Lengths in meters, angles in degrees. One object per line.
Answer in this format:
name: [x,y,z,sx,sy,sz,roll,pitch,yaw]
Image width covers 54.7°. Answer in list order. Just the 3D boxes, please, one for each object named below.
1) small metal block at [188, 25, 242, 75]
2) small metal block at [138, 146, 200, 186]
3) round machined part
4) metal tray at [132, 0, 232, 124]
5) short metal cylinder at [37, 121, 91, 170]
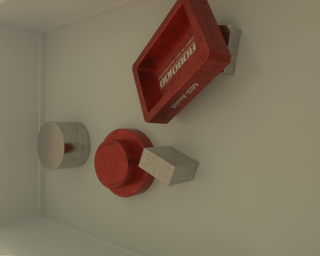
small metal block: [0.061,-0.089,0.355,0.050,0.025,0.050,14,99,38]
small metal block: [0.011,0.045,0.380,0.050,0.050,0.025,28,108,36]
round machined part: [-0.055,0.050,0.439,0.098,0.042,0.097,0,90,39]
metal tray: [0.016,-0.074,0.357,0.129,0.030,0.090,-45,51,46]
short metal cylinder: [-0.162,0.029,0.521,0.080,0.050,0.079,0,90,39]
